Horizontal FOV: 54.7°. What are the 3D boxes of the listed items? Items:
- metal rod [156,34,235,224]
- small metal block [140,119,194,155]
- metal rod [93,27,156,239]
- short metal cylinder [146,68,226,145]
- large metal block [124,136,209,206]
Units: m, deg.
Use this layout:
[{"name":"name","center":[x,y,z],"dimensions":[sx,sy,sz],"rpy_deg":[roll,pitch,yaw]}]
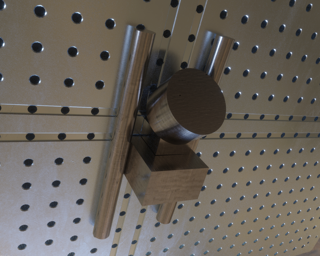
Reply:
[{"name":"metal rod","center":[0.044,0.017,0.446],"dimensions":[0.025,0.025,0.298],"rpy_deg":[2,118,-29]},{"name":"small metal block","center":[0.009,0.011,0.406],"dimensions":[0.050,0.050,0.025],"rpy_deg":[1,118,-30]},{"name":"metal rod","center":[-0.052,0.025,0.398],"dimensions":[0.025,0.025,0.298],"rpy_deg":[1,118,-29]},{"name":"short metal cylinder","center":[0.031,-0.024,0.369],"dimensions":[0.081,0.050,0.080],"rpy_deg":[9,70,-27]},{"name":"large metal block","center":[0.003,0.052,0.406],"dimensions":[0.081,0.080,0.050],"rpy_deg":[1,118,-29]}]
